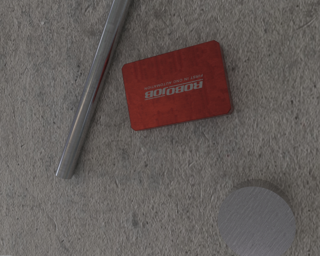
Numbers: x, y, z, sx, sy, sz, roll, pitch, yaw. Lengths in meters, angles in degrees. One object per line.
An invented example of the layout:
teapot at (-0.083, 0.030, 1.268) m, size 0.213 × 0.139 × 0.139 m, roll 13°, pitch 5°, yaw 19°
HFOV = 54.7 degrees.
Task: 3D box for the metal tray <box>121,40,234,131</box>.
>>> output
metal tray at (0.021, -0.051, 0.399) m, size 0.130 × 0.030 × 0.089 m, roll -11°, pitch 86°, yaw 19°

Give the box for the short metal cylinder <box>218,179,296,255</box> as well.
short metal cylinder at (0.111, 0.103, 0.356) m, size 0.080 × 0.050 × 0.079 m, roll 0°, pitch 90°, yaw 20°

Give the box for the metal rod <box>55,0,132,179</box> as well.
metal rod at (-0.092, -0.068, 0.441) m, size 0.025 × 0.025 × 0.298 m, roll 23°, pitch 97°, yaw 18°
